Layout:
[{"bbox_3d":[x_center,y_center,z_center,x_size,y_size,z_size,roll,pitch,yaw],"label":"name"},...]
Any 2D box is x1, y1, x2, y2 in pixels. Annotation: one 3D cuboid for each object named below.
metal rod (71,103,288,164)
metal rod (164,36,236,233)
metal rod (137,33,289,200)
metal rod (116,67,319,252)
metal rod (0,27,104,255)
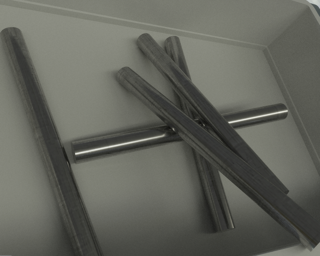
[{"bbox_3d":[0.042,0.002,0.398,0.303,0.025,0.025,-11,67,-23],"label":"metal rod"},{"bbox_3d":[0.049,-0.008,0.436,0.025,0.025,0.299,2,61,-28],"label":"metal rod"},{"bbox_3d":[0.048,-0.032,0.395,0.025,0.025,0.300,-11,50,-33],"label":"metal rod"},{"bbox_3d":[0.044,0.012,0.346,0.025,0.025,0.300,-21,49,-36],"label":"metal rod"},{"bbox_3d":[-0.119,0.014,0.332,0.025,0.025,0.299,-14,69,-34],"label":"metal rod"}]
